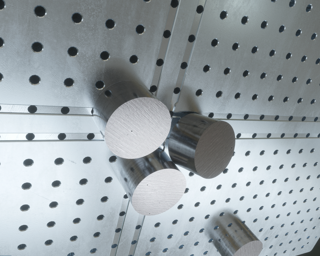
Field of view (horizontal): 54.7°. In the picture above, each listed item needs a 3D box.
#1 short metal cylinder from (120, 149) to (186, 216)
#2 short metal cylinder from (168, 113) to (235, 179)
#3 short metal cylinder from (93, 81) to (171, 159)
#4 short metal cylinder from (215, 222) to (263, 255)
[{"bbox_3d":[-0.010,0.076,0.436,0.081,0.050,0.079,-14,124,-21],"label":"short metal cylinder"},{"bbox_3d":[0.058,0.024,0.426,0.081,0.050,0.079,-14,113,-37],"label":"short metal cylinder"},{"bbox_3d":[-0.034,-0.010,0.370,0.081,0.050,0.079,-14,124,-21],"label":"short metal cylinder"},{"bbox_3d":[0.160,0.240,0.631,0.081,0.050,0.079,-14,124,-21],"label":"short metal cylinder"}]
